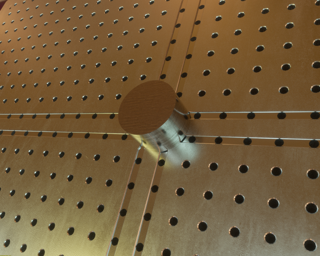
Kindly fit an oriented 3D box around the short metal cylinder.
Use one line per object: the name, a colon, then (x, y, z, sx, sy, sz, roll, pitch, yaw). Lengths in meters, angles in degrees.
short metal cylinder: (-0.007, -0.015, 0.406, 0.080, 0.050, 0.080, -13, 56, 21)
